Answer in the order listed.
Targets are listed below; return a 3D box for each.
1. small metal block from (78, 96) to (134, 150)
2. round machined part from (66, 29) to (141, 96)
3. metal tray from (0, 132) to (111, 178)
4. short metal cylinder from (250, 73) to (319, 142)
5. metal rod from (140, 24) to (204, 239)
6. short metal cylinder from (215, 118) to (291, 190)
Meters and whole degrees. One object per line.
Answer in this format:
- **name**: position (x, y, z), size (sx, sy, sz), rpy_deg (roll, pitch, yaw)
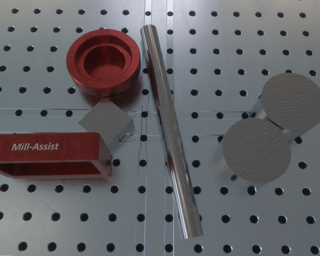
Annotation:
- **small metal block**: position (-0.071, -0.005, 0.413), size (0.050, 0.025, 0.050), rpy_deg (38, 74, 12)
- **round machined part**: position (-0.075, -0.086, 0.431), size (0.099, 0.042, 0.098), rpy_deg (0, 66, 0)
- **metal tray**: position (-0.129, 0.034, 0.363), size (0.131, 0.090, 0.030), rpy_deg (-1, 70, -1)
- **short metal cylinder**: position (0.166, -0.026, 0.409), size (0.081, 0.050, 0.080), rpy_deg (0, 70, 0)
- **metal rod**: position (0.011, -0.009, 0.415), size (0.025, 0.025, 0.299), rpy_deg (-10, 70, -4)
- **short metal cylinder**: position (0.114, 0.033, 0.387), size (0.081, 0.050, 0.080), rpy_deg (0, 70, 0)
